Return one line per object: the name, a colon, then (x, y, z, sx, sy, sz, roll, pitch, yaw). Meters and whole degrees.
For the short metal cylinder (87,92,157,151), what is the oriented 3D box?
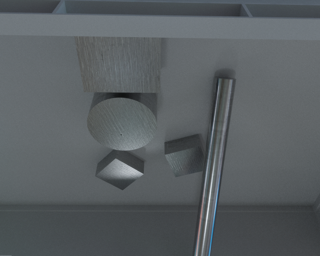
short metal cylinder: (-0.044, -0.018, 0.376, 0.081, 0.050, 0.079, 0, 130, 0)

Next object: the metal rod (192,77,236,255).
metal rod: (0.065, 0.084, 0.403, 0.025, 0.025, 0.298, 4, 106, -4)

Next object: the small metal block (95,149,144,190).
small metal block: (-0.059, 0.061, 0.460, 0.050, 0.025, 0.050, 34, 122, -26)

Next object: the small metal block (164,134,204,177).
small metal block: (0.038, 0.040, 0.444, 0.050, 0.025, 0.050, -15, 129, 12)

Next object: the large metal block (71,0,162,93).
large metal block: (-0.040, -0.084, 0.321, 0.081, 0.050, 0.079, 0, 130, -1)
